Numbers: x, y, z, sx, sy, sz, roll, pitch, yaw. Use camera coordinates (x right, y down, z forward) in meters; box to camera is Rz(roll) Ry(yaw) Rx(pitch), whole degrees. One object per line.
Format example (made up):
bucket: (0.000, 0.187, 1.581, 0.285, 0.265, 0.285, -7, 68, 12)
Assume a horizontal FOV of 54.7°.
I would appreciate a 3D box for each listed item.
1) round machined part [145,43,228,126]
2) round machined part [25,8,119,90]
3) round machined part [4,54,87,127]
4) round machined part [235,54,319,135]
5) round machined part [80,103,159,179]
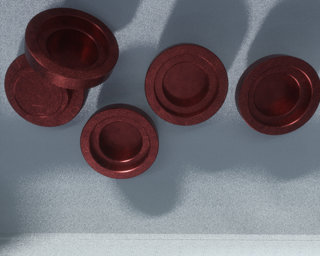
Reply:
round machined part: (0.031, -0.055, 0.382, 0.099, 0.042, 0.097, 0, 110, -1)
round machined part: (-0.100, -0.084, 0.351, 0.098, 0.098, 0.042, 27, 145, -10)
round machined part: (-0.143, -0.046, 0.383, 0.099, 0.042, 0.097, 0, 110, -1)
round machined part: (0.143, -0.043, 0.388, 0.099, 0.042, 0.097, 0, 110, -1)
round machined part: (-0.051, 0.014, 0.407, 0.099, 0.042, 0.097, 0, 110, -1)
